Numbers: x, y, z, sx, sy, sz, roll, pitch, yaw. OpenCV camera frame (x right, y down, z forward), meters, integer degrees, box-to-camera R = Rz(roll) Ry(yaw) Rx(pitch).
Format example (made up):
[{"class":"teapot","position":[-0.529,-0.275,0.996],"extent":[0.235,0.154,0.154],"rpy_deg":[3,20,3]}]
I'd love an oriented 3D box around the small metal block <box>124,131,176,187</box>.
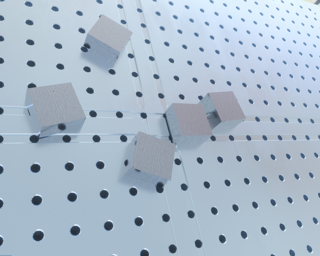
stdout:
[{"class":"small metal block","position":[-0.012,0.038,0.378],"extent":[0.050,0.025,0.050],"rpy_deg":[21,54,-16]}]

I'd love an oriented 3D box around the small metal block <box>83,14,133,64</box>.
[{"class":"small metal block","position":[-0.074,-0.128,0.446],"extent":[0.050,0.025,0.050],"rpy_deg":[29,52,-10]}]

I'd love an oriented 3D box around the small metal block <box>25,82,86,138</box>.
[{"class":"small metal block","position":[-0.120,-0.022,0.356],"extent":[0.050,0.025,0.050],"rpy_deg":[-15,70,-34]}]

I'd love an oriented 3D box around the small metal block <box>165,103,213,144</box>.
[{"class":"small metal block","position":[0.040,-0.006,0.433],"extent":[0.050,0.025,0.050],"rpy_deg":[0,62,-28]}]

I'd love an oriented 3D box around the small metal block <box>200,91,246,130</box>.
[{"class":"small metal block","position":[0.096,-0.028,0.476],"extent":[0.050,0.025,0.050],"rpy_deg":[-7,66,-31]}]
